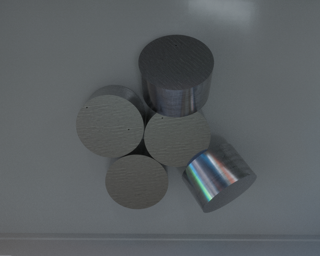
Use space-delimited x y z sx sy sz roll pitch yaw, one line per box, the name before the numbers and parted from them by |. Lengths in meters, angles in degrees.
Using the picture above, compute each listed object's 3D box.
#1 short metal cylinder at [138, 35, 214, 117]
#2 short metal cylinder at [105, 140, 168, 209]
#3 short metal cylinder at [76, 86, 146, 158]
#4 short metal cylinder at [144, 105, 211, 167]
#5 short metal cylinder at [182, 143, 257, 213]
short metal cylinder | 0.018 -0.059 0.351 0.081 0.080 0.050 -3 149 0
short metal cylinder | -0.030 0.061 0.418 0.081 0.050 0.079 0 110 -1
short metal cylinder | -0.059 -0.009 0.391 0.081 0.050 0.079 0 110 -1
short metal cylinder | 0.021 0.003 0.397 0.081 0.050 0.079 0 110 -1
short metal cylinder | 0.076 0.065 0.399 0.081 0.050 0.080 -25 149 -16
